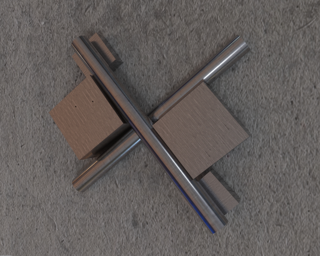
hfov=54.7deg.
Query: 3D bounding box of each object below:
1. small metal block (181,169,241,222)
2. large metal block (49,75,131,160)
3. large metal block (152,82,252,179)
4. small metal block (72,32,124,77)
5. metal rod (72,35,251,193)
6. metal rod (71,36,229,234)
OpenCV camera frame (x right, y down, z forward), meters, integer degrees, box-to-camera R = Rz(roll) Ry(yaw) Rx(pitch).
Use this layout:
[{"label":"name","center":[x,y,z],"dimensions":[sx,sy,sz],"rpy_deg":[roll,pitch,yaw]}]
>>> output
[{"label":"small metal block","center":[0.064,0.087,0.388],"dimensions":[0.050,0.025,0.050],"rpy_deg":[-45,76,14]},{"label":"large metal block","center":[-0.090,-0.014,0.427],"dimensions":[0.080,0.050,0.080],"rpy_deg":[-39,78,16]},{"label":"large metal block","center":[0.052,0.003,0.378],"dimensions":[0.080,0.050,0.080],"rpy_deg":[-41,77,15]},{"label":"small metal block","center":[-0.089,-0.098,0.442],"dimensions":[0.050,0.025,0.050],"rpy_deg":[-39,78,15]},{"label":"metal rod","center":[-0.008,-0.010,0.414],"dimensions":[0.299,0.025,0.025],"rpy_deg":[-40,77,15]},{"label":"metal rod","center":[-0.020,-0.001,0.390],"dimensions":[0.025,0.025,0.300],"rpy_deg":[-41,77,15]}]
